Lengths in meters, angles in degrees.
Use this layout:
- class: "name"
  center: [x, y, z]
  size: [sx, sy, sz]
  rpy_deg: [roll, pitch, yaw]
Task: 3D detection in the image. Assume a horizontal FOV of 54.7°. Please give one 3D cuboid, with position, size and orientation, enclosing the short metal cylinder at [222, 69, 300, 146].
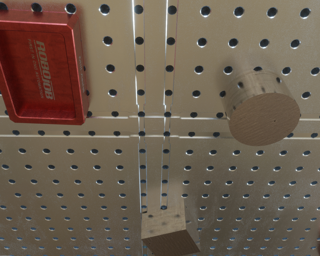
- class: "short metal cylinder"
  center: [0.120, -0.024, 0.377]
  size: [0.081, 0.050, 0.079]
  rpy_deg: [0, 130, 0]

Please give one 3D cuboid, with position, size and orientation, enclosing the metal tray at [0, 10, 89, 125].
- class: "metal tray"
  center: [-0.135, -0.063, 0.352]
  size: [0.091, 0.030, 0.129]
  rpy_deg: [2, 130, -3]

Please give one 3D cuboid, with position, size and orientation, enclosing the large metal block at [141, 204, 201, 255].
- class: "large metal block"
  center: [0.020, 0.188, 0.556]
  size: [0.080, 0.050, 0.080]
  rpy_deg: [-17, 128, 14]
